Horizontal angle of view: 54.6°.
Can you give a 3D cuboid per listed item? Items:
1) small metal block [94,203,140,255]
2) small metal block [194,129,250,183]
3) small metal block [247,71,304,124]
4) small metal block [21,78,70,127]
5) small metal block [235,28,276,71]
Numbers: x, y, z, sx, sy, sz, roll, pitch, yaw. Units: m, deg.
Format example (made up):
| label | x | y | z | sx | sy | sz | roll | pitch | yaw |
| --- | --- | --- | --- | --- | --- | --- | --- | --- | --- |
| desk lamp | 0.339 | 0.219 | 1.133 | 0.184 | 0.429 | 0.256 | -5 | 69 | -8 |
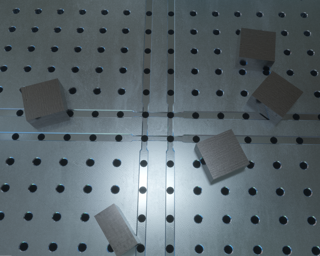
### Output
| label | x | y | z | sx | sy | sz | roll | pitch | yaw |
| --- | --- | --- | --- | --- | --- | --- | --- | --- | --- |
| small metal block | -0.047 | 0.117 | 0.355 | 0.025 | 0.050 | 0.050 | -32 | 73 | -11 |
| small metal block | 0.079 | 0.036 | 0.399 | 0.050 | 0.025 | 0.050 | -22 | 72 | -8 |
| small metal block | 0.158 | -0.042 | 0.428 | 0.050 | 0.025 | 0.050 | 40 | 75 | 13 |
| small metal block | -0.156 | -0.035 | 0.424 | 0.050 | 0.025 | 0.050 | -16 | 71 | -6 |
| small metal block | 0.140 | -0.116 | 0.455 | 0.050 | 0.025 | 0.050 | 9 | 70 | 3 |
